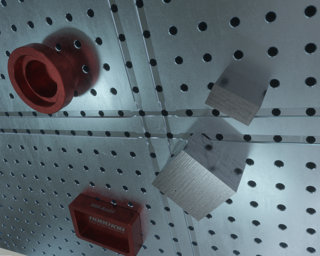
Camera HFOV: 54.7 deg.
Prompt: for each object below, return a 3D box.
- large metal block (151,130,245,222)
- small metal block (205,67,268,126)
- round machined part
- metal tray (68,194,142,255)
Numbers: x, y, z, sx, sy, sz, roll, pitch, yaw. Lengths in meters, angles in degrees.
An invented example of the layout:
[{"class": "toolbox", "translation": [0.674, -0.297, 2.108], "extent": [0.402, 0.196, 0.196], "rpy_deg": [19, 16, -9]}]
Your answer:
[{"class": "large metal block", "translation": [0.049, 0.063, 0.407], "extent": [0.080, 0.050, 0.080], "rpy_deg": [39, 129, 1]}, {"class": "small metal block", "translation": [0.082, -0.035, 0.330], "extent": [0.050, 0.050, 0.025], "rpy_deg": [29, 128, 9]}, {"class": "round machined part", "translation": [-0.161, -0.072, 0.438], "extent": [0.098, 0.042, 0.097], "rpy_deg": [13, 124, 20]}, {"class": "metal tray", "translation": [-0.100, 0.180, 0.569], "extent": [0.130, 0.030, 0.089], "rpy_deg": [11, 123, 21]}]
